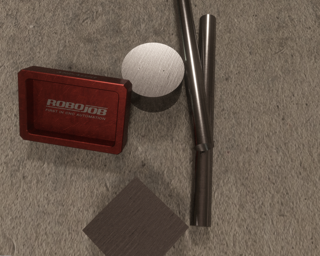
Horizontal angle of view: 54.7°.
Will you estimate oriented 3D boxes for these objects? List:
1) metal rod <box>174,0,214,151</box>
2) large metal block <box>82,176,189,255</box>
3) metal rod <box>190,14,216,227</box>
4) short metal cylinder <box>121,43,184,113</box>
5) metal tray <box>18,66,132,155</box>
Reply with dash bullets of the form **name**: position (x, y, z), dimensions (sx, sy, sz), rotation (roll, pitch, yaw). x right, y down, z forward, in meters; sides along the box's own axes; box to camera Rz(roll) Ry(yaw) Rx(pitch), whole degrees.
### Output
- **metal rod**: position (0.041, -0.111, 0.434), dimensions (0.025, 0.025, 0.299), rotation (-4, 64, -2)
- **large metal block**: position (-0.026, 0.115, 0.352), dimensions (0.080, 0.050, 0.080), rotation (42, 75, 13)
- **metal rod**: position (0.060, -0.024, 0.417), dimensions (0.025, 0.025, 0.299), rotation (5, 70, 1)
- **short metal cylinder**: position (-0.009, -0.067, 0.419), dimensions (0.081, 0.050, 0.080), rotation (0, 70, 0)
- **metal tray**: position (-0.105, -0.022, 0.385), dimensions (0.131, 0.030, 0.089), rotation (9, 111, 3)
